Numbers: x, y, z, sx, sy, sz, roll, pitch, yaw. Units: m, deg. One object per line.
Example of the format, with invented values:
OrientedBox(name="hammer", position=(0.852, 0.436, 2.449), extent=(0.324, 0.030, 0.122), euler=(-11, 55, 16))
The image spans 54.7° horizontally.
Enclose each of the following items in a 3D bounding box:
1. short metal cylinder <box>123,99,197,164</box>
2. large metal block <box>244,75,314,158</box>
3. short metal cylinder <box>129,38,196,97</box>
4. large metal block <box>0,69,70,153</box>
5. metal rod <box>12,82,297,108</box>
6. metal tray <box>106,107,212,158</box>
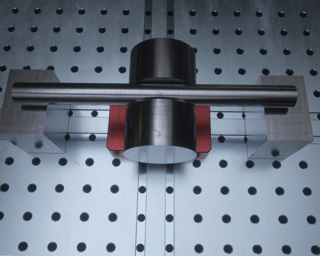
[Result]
OrientedBox(name="short metal cylinder", position=(0.001, 0.007, 0.348), extent=(0.080, 0.080, 0.050), euler=(1, 70, 0))
OrientedBox(name="large metal block", position=(0.142, -0.011, 0.386), extent=(0.050, 0.080, 0.080), euler=(1, 70, 0))
OrientedBox(name="short metal cylinder", position=(0.003, -0.064, 0.374), extent=(0.080, 0.080, 0.050), euler=(1, 70, 0))
OrientedBox(name="large metal block", position=(-0.151, -0.018, 0.387), extent=(0.050, 0.080, 0.080), euler=(1, 70, 0))
OrientedBox(name="metal rod", position=(-0.006, -0.036, 0.339), extent=(0.302, 0.025, 0.025), euler=(1, 70, 0))
OrientedBox(name="metal tray", position=(0.000, -0.008, 0.412), extent=(0.131, 0.030, 0.090), euler=(1, 70, 0))
